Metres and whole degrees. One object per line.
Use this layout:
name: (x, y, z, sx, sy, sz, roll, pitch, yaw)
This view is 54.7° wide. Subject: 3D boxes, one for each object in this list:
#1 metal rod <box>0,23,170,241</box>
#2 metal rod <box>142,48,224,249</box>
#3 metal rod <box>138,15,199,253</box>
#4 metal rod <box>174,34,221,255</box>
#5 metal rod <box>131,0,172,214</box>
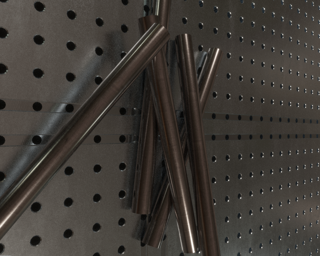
metal rod: (-0.087, 0.008, 0.305, 0.025, 0.025, 0.300, 47, 72, -30)
metal rod: (0.038, 0.017, 0.442, 0.025, 0.025, 0.299, 32, 70, -36)
metal rod: (0.013, 0.015, 0.388, 0.025, 0.025, 0.298, -18, 102, -39)
metal rod: (0.049, 0.019, 0.418, 0.025, 0.025, 0.298, 1, 79, -40)
metal rod: (-0.010, -0.042, 0.402, 0.025, 0.025, 0.298, 9, 84, -40)
